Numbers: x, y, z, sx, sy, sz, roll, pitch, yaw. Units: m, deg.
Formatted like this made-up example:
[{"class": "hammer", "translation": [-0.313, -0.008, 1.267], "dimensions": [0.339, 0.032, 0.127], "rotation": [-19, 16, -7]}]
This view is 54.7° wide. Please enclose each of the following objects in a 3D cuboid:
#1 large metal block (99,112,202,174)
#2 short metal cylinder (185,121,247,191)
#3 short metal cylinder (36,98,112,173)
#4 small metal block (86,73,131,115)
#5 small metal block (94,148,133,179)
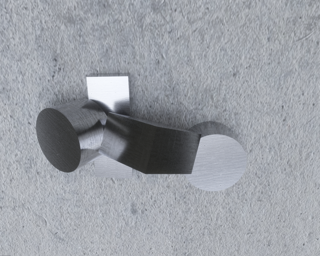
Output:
[{"class": "large metal block", "translation": [-0.011, 0.018, 0.368], "dimensions": [0.081, 0.080, 0.050], "rotation": [10, 95, -48]}, {"class": "short metal cylinder", "translation": [0.068, 0.036, 0.412], "dimensions": [0.081, 0.050, 0.079], "rotation": [0, 110, -1]}, {"class": "short metal cylinder", "translation": [-0.105, 0.008, 0.380], "dimensions": [0.080, 0.050, 0.079], "rotation": [14, 115, 33]}, {"class": "small metal block", "translation": [-0.063, -0.043, 0.394], "dimensions": [0.050, 0.025, 0.050], "rotation": [-1, 110, 0]}, {"class": "small metal block", "translation": [-0.062, 0.040, 0.425], "dimensions": [0.050, 0.025, 0.050], "rotation": [3, 110, -2]}]
